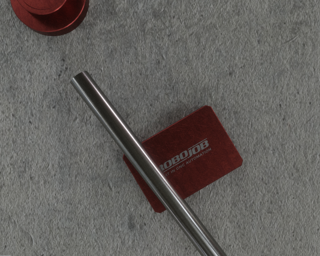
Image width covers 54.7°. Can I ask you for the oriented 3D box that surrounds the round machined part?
[{"bbox_3d":[-0.145,-0.173,0.399,0.099,0.042,0.097,0,90,-1],"label":"round machined part"}]

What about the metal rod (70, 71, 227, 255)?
[{"bbox_3d":[-0.009,0.057,0.379,0.025,0.025,0.299,-37,91,0],"label":"metal rod"}]

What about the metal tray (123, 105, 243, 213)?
[{"bbox_3d":[0.029,0.040,0.408,0.130,0.030,0.090,-31,90,-1],"label":"metal tray"}]
